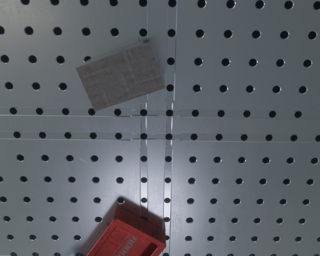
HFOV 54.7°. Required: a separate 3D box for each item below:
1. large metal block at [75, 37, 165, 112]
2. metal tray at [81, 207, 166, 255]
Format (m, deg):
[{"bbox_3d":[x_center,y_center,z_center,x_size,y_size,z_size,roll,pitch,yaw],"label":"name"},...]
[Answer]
[{"bbox_3d":[-0.041,-0.066,0.359,0.080,0.080,0.050,-18,109,6],"label":"large metal block"},{"bbox_3d":[-0.062,0.195,0.481,0.090,0.030,0.129,32,107,-11],"label":"metal tray"}]
